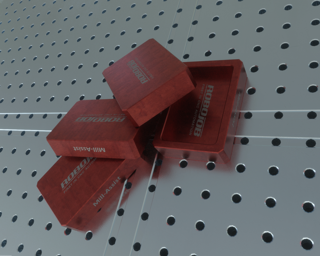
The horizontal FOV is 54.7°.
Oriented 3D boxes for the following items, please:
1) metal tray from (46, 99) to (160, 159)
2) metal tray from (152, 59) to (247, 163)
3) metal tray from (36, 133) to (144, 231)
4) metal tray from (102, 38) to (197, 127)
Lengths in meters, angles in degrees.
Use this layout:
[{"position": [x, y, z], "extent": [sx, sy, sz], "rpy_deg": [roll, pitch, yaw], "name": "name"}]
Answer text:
[{"position": [-0.074, -0.002, 0.418], "extent": [0.130, 0.030, 0.090], "rpy_deg": [0, 40, 24], "name": "metal tray"}, {"position": [0.052, -0.025, 0.391], "extent": [0.090, 0.030, 0.130], "rpy_deg": [4, 63, 29], "name": "metal tray"}, {"position": [-0.095, 0.058, 0.417], "extent": [0.130, 0.030, 0.090], "rpy_deg": [-48, 52, -6], "name": "metal tray"}, {"position": [-0.020, -0.066, 0.410], "extent": [0.090, 0.030, 0.130], "rpy_deg": [-34, 37, 0], "name": "metal tray"}]
